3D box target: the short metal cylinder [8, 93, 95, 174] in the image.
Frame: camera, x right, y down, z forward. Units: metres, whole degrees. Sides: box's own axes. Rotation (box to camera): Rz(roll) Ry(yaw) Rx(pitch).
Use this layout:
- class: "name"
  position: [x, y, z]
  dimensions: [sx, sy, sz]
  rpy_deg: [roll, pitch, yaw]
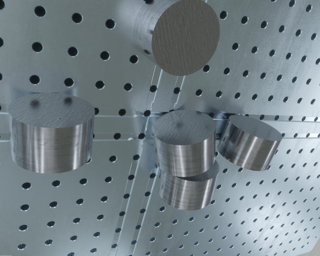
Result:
- class: "short metal cylinder"
  position: [-0.109, 0.003, 0.317]
  dimensions: [0.081, 0.080, 0.050]
  rpy_deg: [-4, 120, -27]

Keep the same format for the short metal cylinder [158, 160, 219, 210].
- class: "short metal cylinder"
  position: [0.039, 0.070, 0.441]
  dimensions: [0.081, 0.080, 0.050]
  rpy_deg: [-7, 122, -25]

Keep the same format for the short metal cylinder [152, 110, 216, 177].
- class: "short metal cylinder"
  position: [0.032, 0.018, 0.404]
  dimensions: [0.081, 0.080, 0.050]
  rpy_deg: [-18, 126, -18]

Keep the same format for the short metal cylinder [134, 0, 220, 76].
- class: "short metal cylinder"
  position: [0.018, -0.104, 0.340]
  dimensions: [0.081, 0.050, 0.079]
  rpy_deg: [-14, 124, -21]

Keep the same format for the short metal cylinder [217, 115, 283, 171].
- class: "short metal cylinder"
  position: [0.132, 0.020, 0.460]
  dimensions: [0.081, 0.080, 0.050]
  rpy_deg: [3, 117, -30]
